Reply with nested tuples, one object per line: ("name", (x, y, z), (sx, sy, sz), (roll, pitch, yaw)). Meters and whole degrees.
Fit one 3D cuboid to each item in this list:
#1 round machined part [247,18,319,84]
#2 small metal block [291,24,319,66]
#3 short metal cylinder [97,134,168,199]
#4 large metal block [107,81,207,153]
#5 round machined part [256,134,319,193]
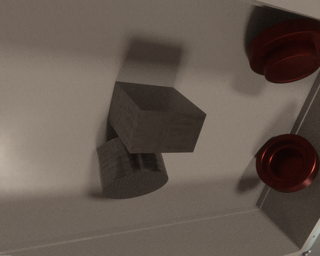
("round machined part", (0.167, -0.092, 0.401), (0.099, 0.042, 0.098), (-4, 158, -2))
("small metal block", (0.221, -0.117, 0.441), (0.025, 0.050, 0.050), (-46, 131, -11))
("short metal cylinder", (-0.035, 0.049, 0.385), (0.081, 0.050, 0.080), (-12, 150, -7))
("large metal block", (-0.007, -0.013, 0.363), (0.081, 0.080, 0.050), (2, 117, -30))
("round machined part", (0.217, 0.062, 0.522), (0.098, 0.098, 0.042), (-50, 129, 6))
